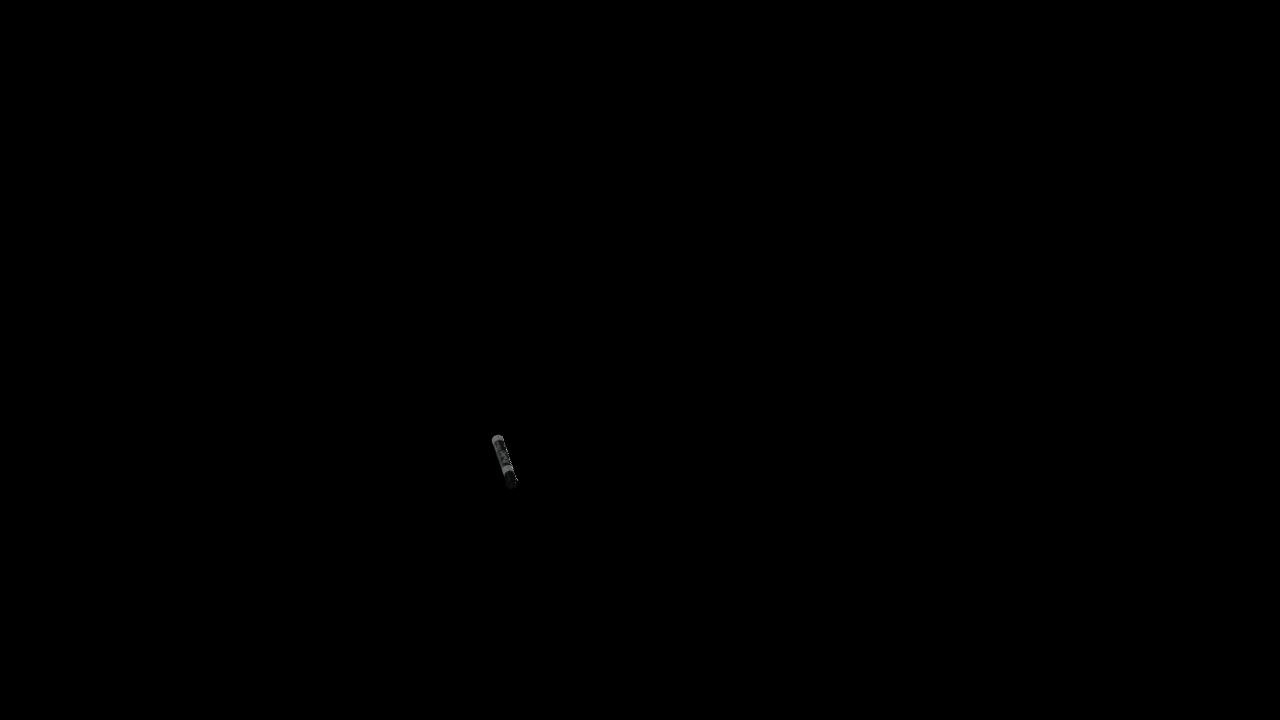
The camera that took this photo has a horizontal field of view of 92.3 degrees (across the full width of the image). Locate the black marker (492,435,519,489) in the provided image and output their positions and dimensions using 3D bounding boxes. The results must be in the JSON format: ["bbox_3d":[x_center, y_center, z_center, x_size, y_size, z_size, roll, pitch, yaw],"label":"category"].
[{"bbox_3d":[-0.214,0.161,0.974,0.020,0.020,0.121,0,29,-26],"label":"black marker"}]
